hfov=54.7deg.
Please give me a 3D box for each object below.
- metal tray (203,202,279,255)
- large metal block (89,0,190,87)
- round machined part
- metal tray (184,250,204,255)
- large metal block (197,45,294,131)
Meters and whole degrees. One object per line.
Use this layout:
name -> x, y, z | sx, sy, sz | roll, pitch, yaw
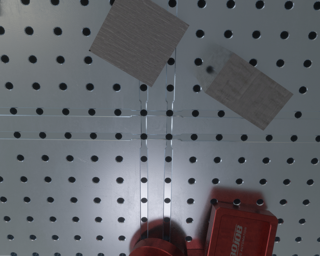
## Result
metal tray -> 0.113, 0.182, 0.454 | 0.091, 0.030, 0.129 | 10, 91, 0
large metal block -> -0.023, -0.106, 0.360 | 0.080, 0.050, 0.080 | 30, 107, -11
round machined part -> -0.006, 0.221, 0.469 | 0.098, 0.042, 0.097 | 7, 112, 19
metal tray -> 0.086, 0.260, 0.507 | 0.091, 0.030, 0.129 | -2, 110, 0
large metal block -> 0.095, -0.051, 0.366 | 0.080, 0.080, 0.050 | 31, 107, -11
